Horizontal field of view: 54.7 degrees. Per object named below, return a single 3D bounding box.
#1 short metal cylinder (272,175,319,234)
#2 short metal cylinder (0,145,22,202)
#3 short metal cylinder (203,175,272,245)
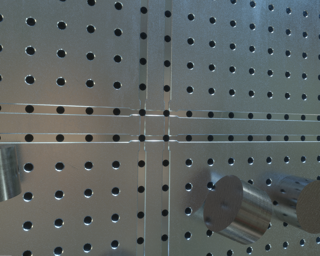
[{"bbox_3d":[0.226,0.118,0.485,0.081,0.050,0.079,0,90,-21],"label":"short metal cylinder"},{"bbox_3d":[-0.187,0.048,0.314,0.081,0.080,0.050,-8,93,-20],"label":"short metal cylinder"},{"bbox_3d":[0.104,0.111,0.424,0.050,0.080,0.080,29,81,-18],"label":"short metal cylinder"}]
